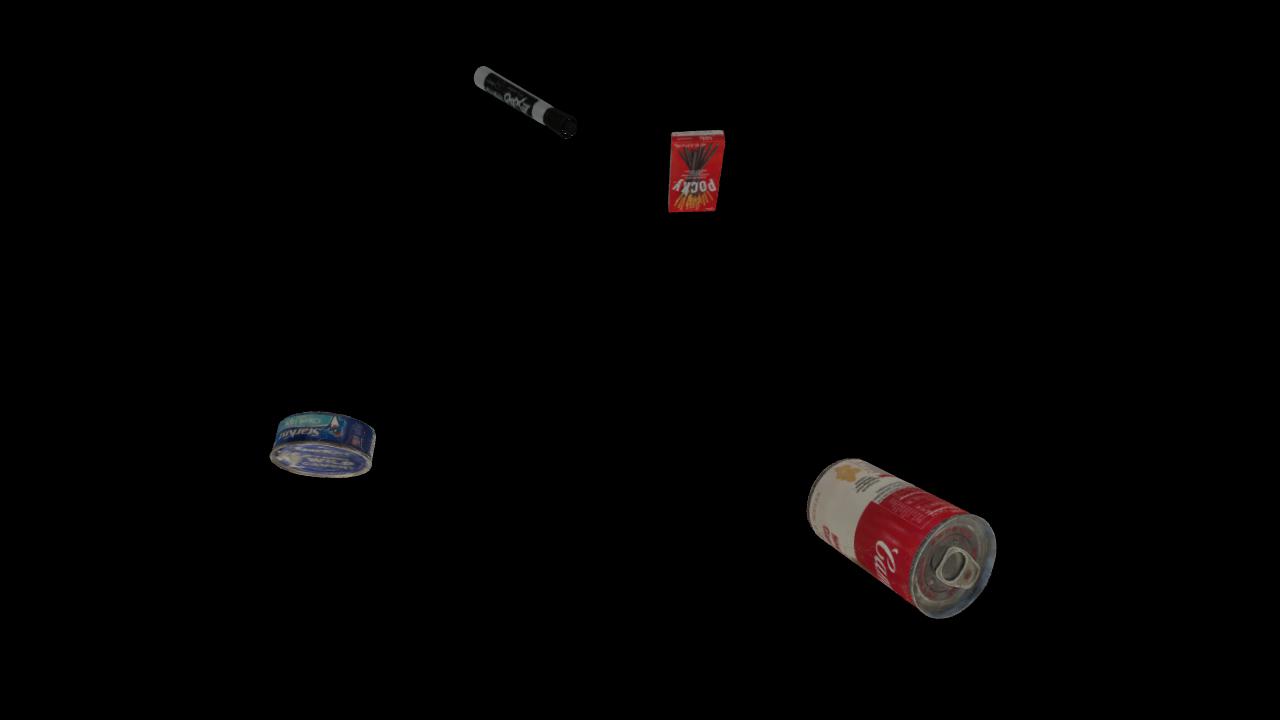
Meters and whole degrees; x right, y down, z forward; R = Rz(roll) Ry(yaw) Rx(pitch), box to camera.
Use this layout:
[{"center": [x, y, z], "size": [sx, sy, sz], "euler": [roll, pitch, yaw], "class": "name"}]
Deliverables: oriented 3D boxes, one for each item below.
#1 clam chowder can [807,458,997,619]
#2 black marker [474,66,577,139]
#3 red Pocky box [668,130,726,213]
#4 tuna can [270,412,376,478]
[{"center": [0.169, 0.113, 0.411], "size": [0.068, 0.068, 0.102], "euler": [0, 12, -22], "class": "clam chowder can"}, {"center": [-0.096, -0.217, 0.516], "size": [0.121, 0.020, 0.020], "euler": [38, 19, 26], "class": "black marker"}, {"center": [0.088, -0.298, 0.988], "size": [0.083, 0.028, 0.155], "euler": [-4, -29, -1], "class": "red Pocky box"}, {"center": [-0.289, 0.079, 0.565], "size": [0.084, 0.034, 0.084], "euler": [-3, -30, -1], "class": "tuna can"}]
